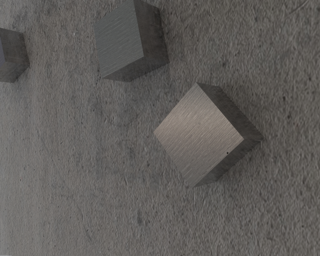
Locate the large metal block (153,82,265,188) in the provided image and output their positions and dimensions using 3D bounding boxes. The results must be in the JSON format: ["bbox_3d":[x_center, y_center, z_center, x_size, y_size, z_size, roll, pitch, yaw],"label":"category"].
[{"bbox_3d":[0.052,0.008,0.346,0.080,0.050,0.080,-50,61,28],"label":"large metal block"}]

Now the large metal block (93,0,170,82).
[{"bbox_3d":[-0.040,-0.116,0.422,0.080,0.050,0.080,-18,79,38],"label":"large metal block"}]

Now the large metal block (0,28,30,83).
[{"bbox_3d":[-0.328,-0.152,0.659,0.080,0.050,0.080,-28,73,36],"label":"large metal block"}]
